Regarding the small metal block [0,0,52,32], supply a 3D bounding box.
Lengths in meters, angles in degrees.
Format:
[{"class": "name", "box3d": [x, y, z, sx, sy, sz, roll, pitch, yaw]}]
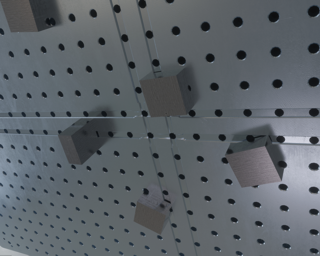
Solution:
[{"class": "small metal block", "box3d": [-0.178, -0.155, 0.410, 0.050, 0.025, 0.050, 7, 122, 24]}]

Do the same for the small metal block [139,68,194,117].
[{"class": "small metal block", "box3d": [0.009, -0.042, 0.381, 0.050, 0.025, 0.050, -3, 117, 29]}]

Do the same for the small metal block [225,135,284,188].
[{"class": "small metal block", "box3d": [0.115, 0.042, 0.376, 0.050, 0.025, 0.050, -18, 109, 35]}]

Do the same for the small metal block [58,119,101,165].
[{"class": "small metal block", "box3d": [-0.121, 0.021, 0.473, 0.025, 0.050, 0.050, 2, 119, 27]}]

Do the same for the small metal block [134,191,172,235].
[{"class": "small metal block", "box3d": [-0.012, 0.138, 0.504, 0.050, 0.025, 0.050, 22, 127, 15]}]
